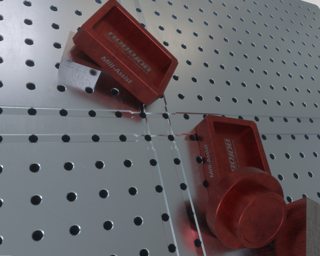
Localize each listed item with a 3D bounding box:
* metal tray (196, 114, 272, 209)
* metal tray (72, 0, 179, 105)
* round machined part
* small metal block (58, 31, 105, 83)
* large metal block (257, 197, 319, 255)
[{"bbox_3d":[0.106,0.048,0.431,0.091,0.030,0.130,7,59,-25],"label":"metal tray"},{"bbox_3d":[-0.041,-0.104,0.423,0.130,0.030,0.090,41,45,-17],"label":"metal tray"},{"bbox_3d":[0.107,0.098,0.360,0.099,0.042,0.097,-6,107,-22],"label":"round machined part"},{"bbox_3d":[-0.102,-0.094,0.411,0.050,0.025,0.050,16,55,-19],"label":"small metal block"},{"bbox_3d":[0.166,0.141,0.376,0.050,0.080,0.080,29,52,-10],"label":"large metal block"}]
